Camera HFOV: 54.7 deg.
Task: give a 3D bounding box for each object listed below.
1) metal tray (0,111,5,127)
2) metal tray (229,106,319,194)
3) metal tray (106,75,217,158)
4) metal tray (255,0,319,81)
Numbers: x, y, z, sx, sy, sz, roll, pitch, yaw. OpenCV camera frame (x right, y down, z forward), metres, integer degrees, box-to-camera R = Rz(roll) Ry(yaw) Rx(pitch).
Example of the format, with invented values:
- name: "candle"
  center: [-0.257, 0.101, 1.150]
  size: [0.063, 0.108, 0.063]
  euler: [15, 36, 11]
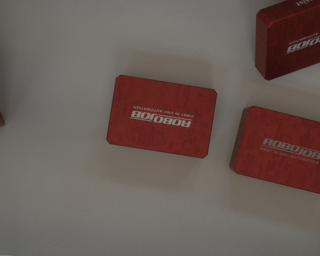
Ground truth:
- name: "metal tray"
  center: [-0.238, -0.061, 0.374]
  size: [0.030, 0.090, 0.129]
  euler: [-23, 90, -13]
- name: "metal tray"
  center: [0.168, 0.029, 0.410]
  size: [0.131, 0.030, 0.090]
  euler: [14, 90, 0]
- name: "metal tray"
  center: [0.002, -0.015, 0.409]
  size: [0.131, 0.030, 0.089]
  euler: [9, 90, 0]
- name: "metal tray"
  center: [0.185, -0.119, 0.381]
  size: [0.131, 0.090, 0.030]
  euler: [-20, 50, 0]
